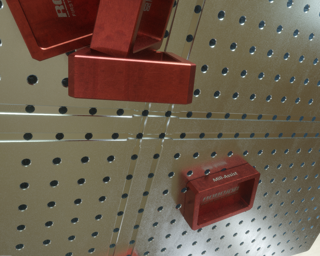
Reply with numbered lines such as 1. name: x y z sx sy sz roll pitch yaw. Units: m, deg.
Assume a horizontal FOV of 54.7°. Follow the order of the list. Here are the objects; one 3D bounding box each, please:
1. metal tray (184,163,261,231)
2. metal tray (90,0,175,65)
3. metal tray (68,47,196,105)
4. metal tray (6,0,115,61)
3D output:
1. metal tray: 0.109 0.120 0.543 0.131 0.030 0.089 -13 124 -22
2. metal tray: -0.014 -0.111 0.274 0.030 0.130 0.089 20 113 5
3. metal tray: -0.026 -0.053 0.280 0.091 0.130 0.030 3 107 -7
4. metal tray: -0.094 -0.135 0.273 0.091 0.030 0.129 -24 127 -15
